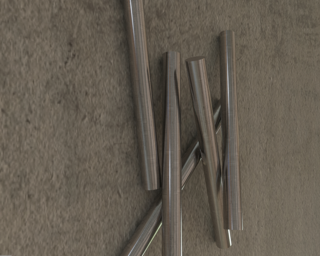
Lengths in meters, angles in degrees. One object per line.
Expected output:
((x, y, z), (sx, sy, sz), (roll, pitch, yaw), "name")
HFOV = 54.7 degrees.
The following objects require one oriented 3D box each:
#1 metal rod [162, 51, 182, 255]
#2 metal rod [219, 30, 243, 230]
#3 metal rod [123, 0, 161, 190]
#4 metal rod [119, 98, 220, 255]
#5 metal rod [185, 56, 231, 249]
((0.015, 0.048, 0.395), (0.025, 0.025, 0.298), (8, 77, -40), "metal rod")
((0.103, -0.008, 0.456), (0.025, 0.025, 0.299), (16, 68, -39), "metal rod")
((-0.025, -0.072, 0.385), (0.025, 0.025, 0.298), (-10, 96, -40), "metal rod")
((0.029, 0.067, 0.431), (0.025, 0.025, 0.301), (51, 60, -28), "metal rod")
((0.072, 0.049, 0.436), (0.025, 0.025, 0.298), (-30, 119, -36), "metal rod")
